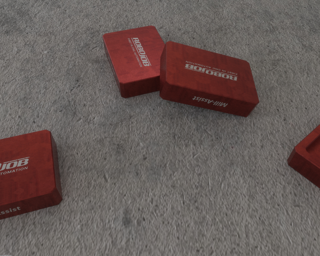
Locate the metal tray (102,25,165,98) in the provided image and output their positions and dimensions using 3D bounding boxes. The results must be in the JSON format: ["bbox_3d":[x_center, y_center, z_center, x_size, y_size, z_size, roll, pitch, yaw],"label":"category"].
[{"bbox_3d":[-0.033,-0.109,0.491,0.091,0.030,0.130,-14,52,-12],"label":"metal tray"}]

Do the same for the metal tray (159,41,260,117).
[{"bbox_3d":[0.067,-0.069,0.434,0.131,0.030,0.090,11,50,-12],"label":"metal tray"}]

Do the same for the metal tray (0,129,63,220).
[{"bbox_3d":[-0.184,0.057,0.351,0.131,0.030,0.090,-13,51,-11],"label":"metal tray"}]

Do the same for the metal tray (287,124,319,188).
[{"bbox_3d":[0.233,0.027,0.378,0.131,0.030,0.090,-33,58,-25],"label":"metal tray"}]
